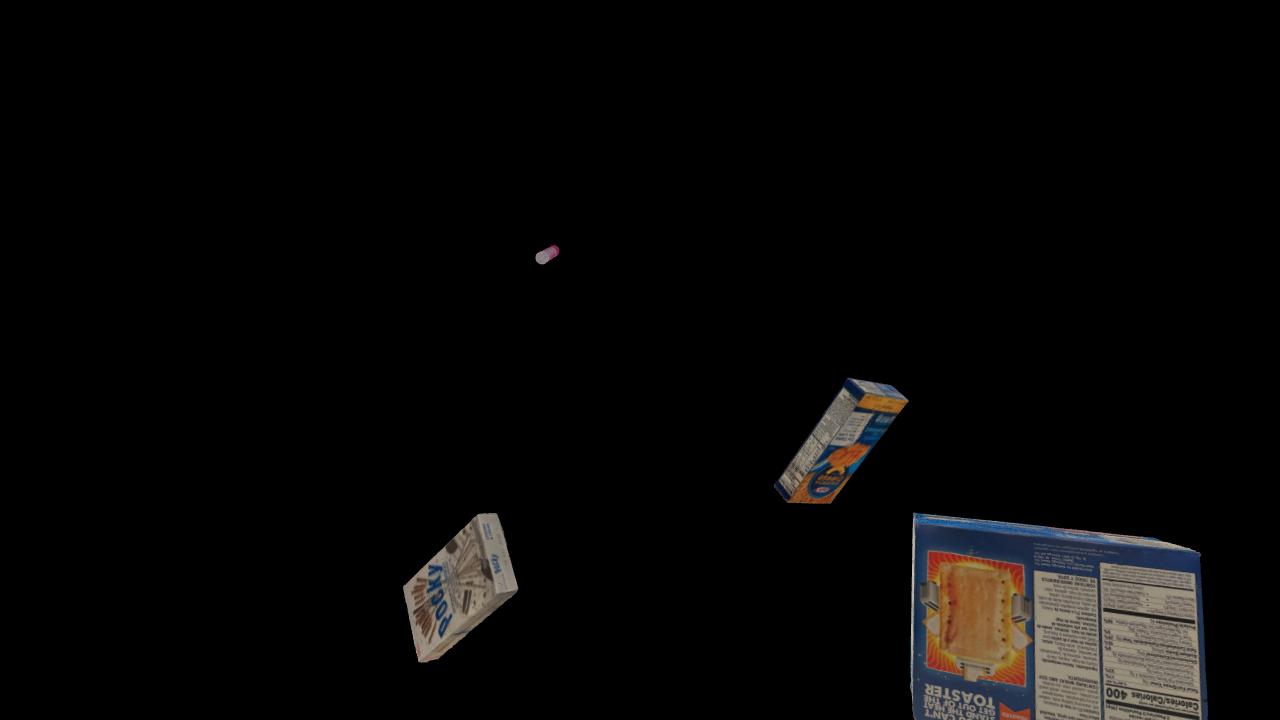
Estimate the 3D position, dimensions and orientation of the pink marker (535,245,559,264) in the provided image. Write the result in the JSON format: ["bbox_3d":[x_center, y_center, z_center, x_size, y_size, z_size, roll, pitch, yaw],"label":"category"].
[{"bbox_3d":[-0.142,-0.165,0.956,0.020,0.020,0.121,0,15,1],"label":"pink marker"}]

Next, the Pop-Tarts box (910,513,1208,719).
[{"bbox_3d":[0.288,0.194,0.447,0.167,0.141,0.083,0,-8,24],"label":"Pop-Tarts box"}]

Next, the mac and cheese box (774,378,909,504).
[{"bbox_3d":[0.261,0.110,0.807,0.093,0.184,0.041,8,30,-35],"label":"mac and cheese box"}]

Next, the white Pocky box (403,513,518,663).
[{"bbox_3d":[-0.181,0.227,0.612,0.028,0.084,0.154,14,-49,-47],"label":"white Pocky box"}]
